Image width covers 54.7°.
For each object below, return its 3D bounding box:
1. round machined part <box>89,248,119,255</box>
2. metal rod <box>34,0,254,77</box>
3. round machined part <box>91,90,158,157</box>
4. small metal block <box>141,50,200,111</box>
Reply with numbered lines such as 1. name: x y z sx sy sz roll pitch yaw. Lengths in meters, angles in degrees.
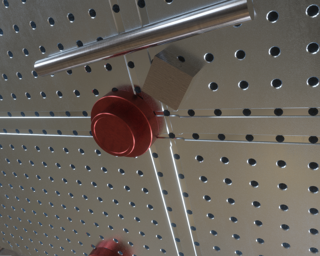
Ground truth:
1. round machined part: -0.114 0.301 0.647 0.098 0.042 0.097 13 124 20
2. metal rod: -0.042 -0.101 0.371 0.300 0.025 0.025 -6 115 31
3. round machined part: -0.056 0.001 0.430 0.098 0.042 0.097 13 124 21
4. small metal block: 0.012 -0.057 0.370 0.050 0.025 0.050 31 128 8
